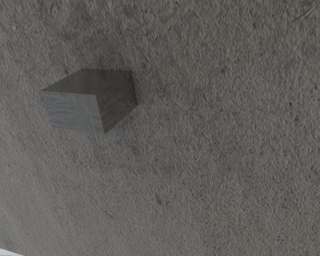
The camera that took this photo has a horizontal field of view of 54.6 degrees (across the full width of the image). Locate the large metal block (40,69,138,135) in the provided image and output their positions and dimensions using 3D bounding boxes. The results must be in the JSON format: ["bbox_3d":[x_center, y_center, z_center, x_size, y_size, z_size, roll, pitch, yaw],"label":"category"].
[{"bbox_3d":[-0.086,-0.037,0.394,0.080,0.080,0.050,7,121,25],"label":"large metal block"}]
